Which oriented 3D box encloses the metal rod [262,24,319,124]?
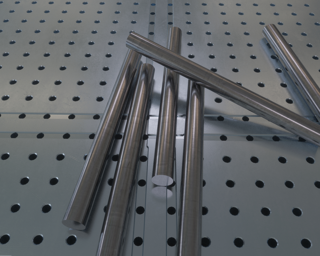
[{"bbox_3d":[0.218,-0.062,0.460,0.025,0.025,0.300,-7,50,-6],"label":"metal rod"}]

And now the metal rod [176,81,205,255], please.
[{"bbox_3d":[0.039,0.041,0.373,0.025,0.025,0.300,5,50,4],"label":"metal rod"}]

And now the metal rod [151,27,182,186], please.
[{"bbox_3d":[0.015,-0.054,0.453,0.025,0.025,0.300,4,50,3],"label":"metal rod"}]

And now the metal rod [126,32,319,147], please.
[{"bbox_3d":[0.084,-0.059,0.430,0.300,0.025,0.025,30,56,12],"label":"metal rod"}]

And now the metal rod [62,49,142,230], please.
[{"bbox_3d":[-0.065,-0.012,0.417,0.025,0.025,0.300,7,50,6],"label":"metal rod"}]

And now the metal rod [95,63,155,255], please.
[{"bbox_3d":[-0.036,0.023,0.388,0.025,0.025,0.300,5,50,4],"label":"metal rod"}]
